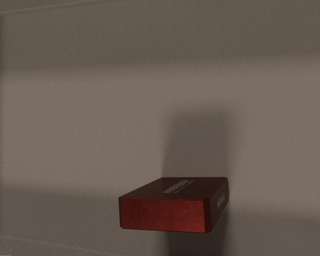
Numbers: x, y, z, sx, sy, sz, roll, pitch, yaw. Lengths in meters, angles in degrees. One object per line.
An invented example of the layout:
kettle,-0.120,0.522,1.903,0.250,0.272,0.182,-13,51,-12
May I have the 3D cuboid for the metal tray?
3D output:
metal tray,0.023,0.080,0.346,0.090,0.130,0.030,-3,89,20
